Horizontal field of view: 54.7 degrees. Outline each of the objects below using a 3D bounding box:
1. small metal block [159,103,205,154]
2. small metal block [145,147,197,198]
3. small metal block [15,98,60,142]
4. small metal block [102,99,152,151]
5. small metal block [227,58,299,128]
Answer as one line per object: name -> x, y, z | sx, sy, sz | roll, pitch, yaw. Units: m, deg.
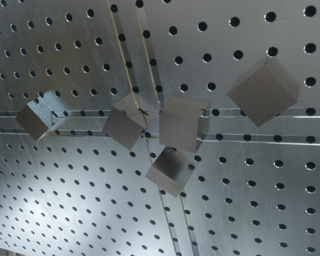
small metal block -> 0.027, 0.000, 0.396 | 0.050, 0.025, 0.050 | 13, 124, 20
small metal block -> 0.016, 0.058, 0.422 | 0.050, 0.050, 0.025 | 34, 129, 5
small metal block -> -0.201, -0.013, 0.506 | 0.050, 0.025, 0.050 | 49, 128, -7
small metal block -> -0.047, -0.004, 0.432 | 0.050, 0.025, 0.050 | 36, 129, 4
small metal block -> 0.109, -0.037, 0.330 | 0.050, 0.025, 0.050 | 46, 129, -4
